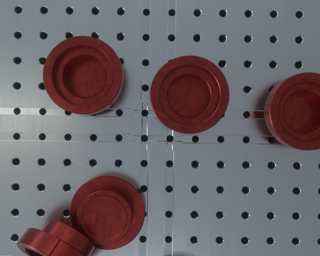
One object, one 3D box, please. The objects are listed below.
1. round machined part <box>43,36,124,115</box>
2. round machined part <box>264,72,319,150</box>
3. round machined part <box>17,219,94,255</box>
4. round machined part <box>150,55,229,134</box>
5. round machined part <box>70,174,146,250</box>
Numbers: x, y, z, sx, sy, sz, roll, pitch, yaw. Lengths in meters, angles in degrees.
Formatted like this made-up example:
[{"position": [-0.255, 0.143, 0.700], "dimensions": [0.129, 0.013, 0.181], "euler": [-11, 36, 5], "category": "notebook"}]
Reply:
[{"position": [-0.096, -0.066, 0.404], "dimensions": [0.099, 0.042, 0.097], "euler": [0, 90, 0], "category": "round machined part"}, {"position": [0.185, -0.021, 0.406], "dimensions": [0.099, 0.042, 0.097], "euler": [0, 90, 0], "category": "round machined part"}, {"position": [-0.122, 0.151, 0.386], "dimensions": [0.098, 0.097, 0.042], "euler": [31, 54, 0], "category": "round machined part"}, {"position": [0.037, -0.042, 0.405], "dimensions": [0.099, 0.042, 0.097], "euler": [0, 90, 0], "category": "round machined part"}, {"position": [-0.069, 0.111, 0.405], "dimensions": [0.099, 0.042, 0.097], "euler": [0, 90, 0], "category": "round machined part"}]
